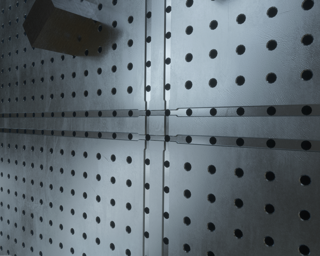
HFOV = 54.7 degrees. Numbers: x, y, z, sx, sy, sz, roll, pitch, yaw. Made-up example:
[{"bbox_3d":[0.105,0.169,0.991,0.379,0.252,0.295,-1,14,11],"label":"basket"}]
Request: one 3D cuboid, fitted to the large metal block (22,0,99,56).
[{"bbox_3d":[-0.161,-0.170,0.503,0.080,0.081,0.050,-43,64,31],"label":"large metal block"}]
